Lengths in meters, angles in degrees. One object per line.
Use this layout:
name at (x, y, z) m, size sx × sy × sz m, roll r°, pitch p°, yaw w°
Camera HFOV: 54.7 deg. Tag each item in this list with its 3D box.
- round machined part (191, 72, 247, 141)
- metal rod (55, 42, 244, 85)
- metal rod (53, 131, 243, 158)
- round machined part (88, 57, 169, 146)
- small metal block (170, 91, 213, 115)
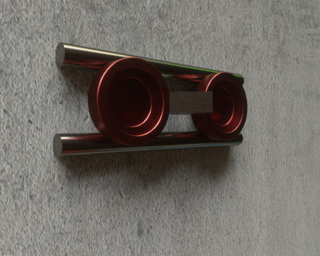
round machined part at (0.083, -0.031, 0.457) m, size 0.099 × 0.042 × 0.097 m, roll 0°, pitch 90°, yaw -40°
metal rod at (0.013, -0.076, 0.416) m, size 0.302 × 0.025 × 0.025 m, roll 0°, pitch 90°, yaw -40°
metal rod at (0.011, 0.017, 0.414) m, size 0.302 × 0.025 × 0.025 m, roll 0°, pitch 90°, yaw -40°
round machined part at (-0.038, -0.029, 0.357) m, size 0.099 × 0.042 × 0.097 m, roll 0°, pitch 90°, yaw -40°
small metal block at (0.038, -0.030, 0.387) m, size 0.050 × 0.050 × 0.025 m, roll 0°, pitch 90°, yaw 3°
